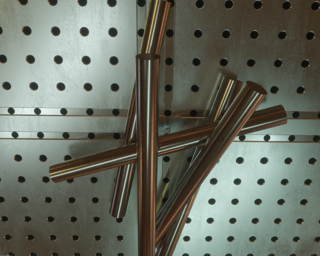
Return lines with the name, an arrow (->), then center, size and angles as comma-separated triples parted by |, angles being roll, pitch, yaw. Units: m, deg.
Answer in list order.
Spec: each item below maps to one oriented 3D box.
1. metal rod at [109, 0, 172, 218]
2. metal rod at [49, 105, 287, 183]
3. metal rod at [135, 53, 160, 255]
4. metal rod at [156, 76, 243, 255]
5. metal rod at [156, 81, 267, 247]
metal rod -> -0.031, -0.011, 0.408 | 0.025, 0.025, 0.298 | 11, 110, -5
metal rod -> 0.007, 0.021, 0.393 | 0.301, 0.025, 0.025 | -15, 110, 5
metal rod -> -0.016, 0.058, 0.382 | 0.025, 0.025, 0.298 | 1, 119, -1
metal rod -> 0.048, 0.072, 0.440 | 0.025, 0.025, 0.298 | 16, 109, -6
metal rod -> 0.041, 0.069, 0.401 | 0.025, 0.025, 0.298 | 23, 123, -9
